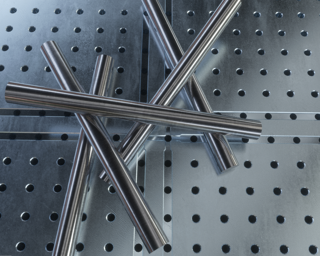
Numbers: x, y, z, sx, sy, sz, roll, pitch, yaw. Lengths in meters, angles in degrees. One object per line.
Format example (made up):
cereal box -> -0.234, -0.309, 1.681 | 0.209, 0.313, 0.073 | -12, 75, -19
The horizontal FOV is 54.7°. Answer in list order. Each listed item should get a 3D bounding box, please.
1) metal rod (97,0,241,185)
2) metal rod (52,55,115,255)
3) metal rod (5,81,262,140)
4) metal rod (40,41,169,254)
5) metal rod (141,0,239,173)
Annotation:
metal rod -> 0.017, -0.056, 0.409 | 0.025, 0.025, 0.300 | 33, 81, 11
metal rod -> -0.097, 0.040, 0.395 | 0.025, 0.025, 0.299 | 7, 70, 2
metal rod -> -0.025, -0.019, 0.374 | 0.302, 0.025, 0.025 | 8, 70, -7
metal rod -> -0.077, 0.008, 0.378 | 0.025, 0.025, 0.299 | -29, 71, -10
metal rod -> 0.035, -0.079, 0.441 | 0.025, 0.025, 0.299 | -20, 71, -8
